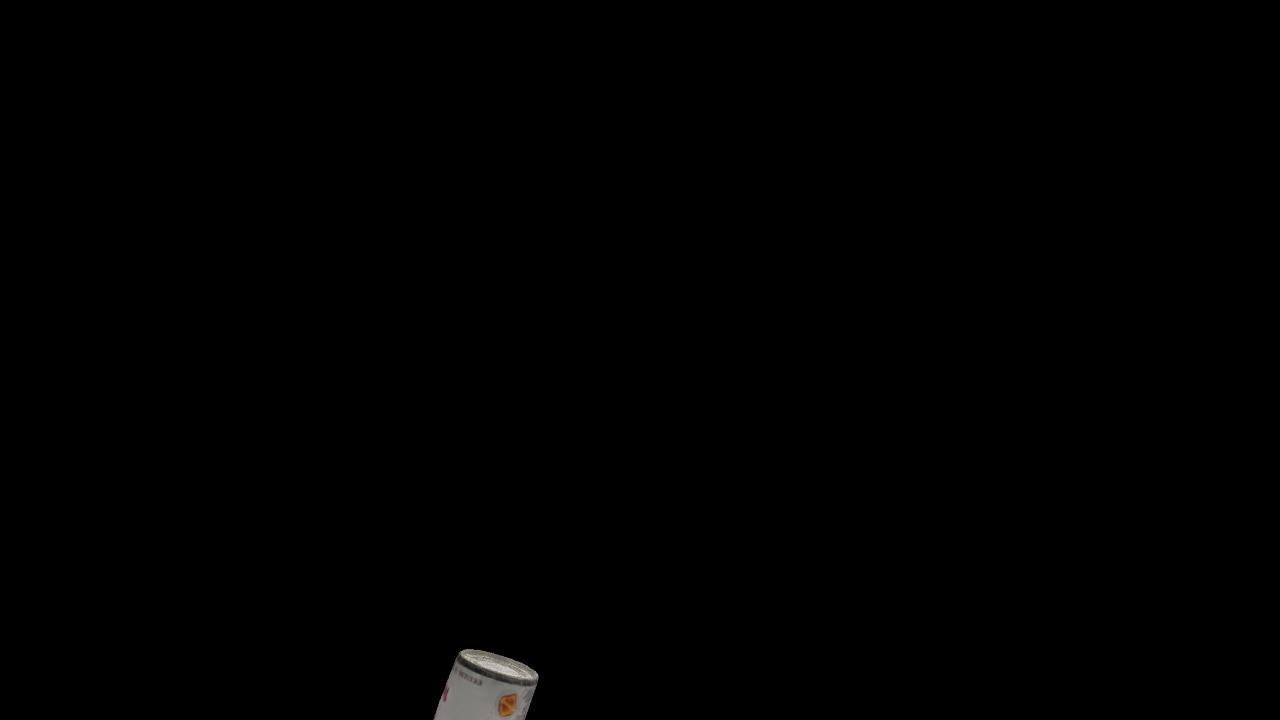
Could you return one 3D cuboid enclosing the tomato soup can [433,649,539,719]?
[{"bbox_3d":[-0.123,0.279,0.459,0.068,0.101,0.068,17,-18,6],"label":"tomato soup can"}]
